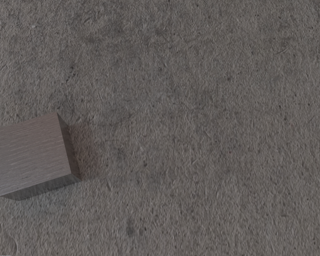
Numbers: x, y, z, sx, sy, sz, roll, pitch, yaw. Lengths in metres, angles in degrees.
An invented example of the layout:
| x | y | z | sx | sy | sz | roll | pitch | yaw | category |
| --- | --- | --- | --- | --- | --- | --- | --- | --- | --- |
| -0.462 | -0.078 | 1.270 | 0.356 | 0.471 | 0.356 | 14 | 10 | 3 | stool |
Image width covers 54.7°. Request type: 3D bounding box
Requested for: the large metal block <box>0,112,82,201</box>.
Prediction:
| x | y | z | sx | sy | sz | roll | pitch | yaw | category |
| --- | --- | --- | --- | --- | --- | --- | --- | --- | --- |
| -0.151 | 0.036 | 0.380 | 0.081 | 0.050 | 0.080 | -17 | 71 | -6 | large metal block |
